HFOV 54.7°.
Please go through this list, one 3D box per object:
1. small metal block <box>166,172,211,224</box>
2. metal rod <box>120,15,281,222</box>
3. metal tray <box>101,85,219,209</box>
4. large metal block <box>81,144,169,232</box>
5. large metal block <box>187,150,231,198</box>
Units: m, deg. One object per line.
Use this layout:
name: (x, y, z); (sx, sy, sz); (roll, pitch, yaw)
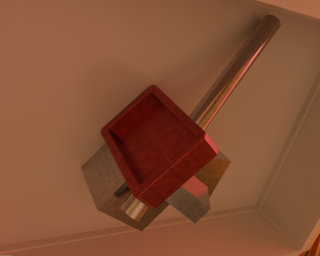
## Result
small metal block: (0.029, 0.073, 0.358); (0.050, 0.050, 0.025); (39, 106, -8)
metal rod: (0.056, -0.022, 0.367); (0.300, 0.025, 0.025); (-52, 131, -13)
metal tray: (-0.008, 0.013, 0.344); (0.090, 0.130, 0.030); (-41, 129, 1)
large metal block: (-0.045, 0.074, 0.395); (0.050, 0.080, 0.080); (-45, 130, 3)
large metal block: (0.038, 0.053, 0.428); (0.050, 0.080, 0.080); (14, 111, -35)
